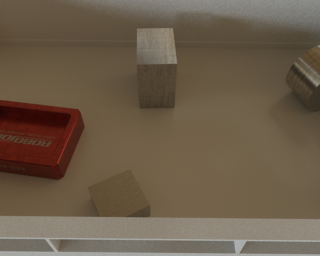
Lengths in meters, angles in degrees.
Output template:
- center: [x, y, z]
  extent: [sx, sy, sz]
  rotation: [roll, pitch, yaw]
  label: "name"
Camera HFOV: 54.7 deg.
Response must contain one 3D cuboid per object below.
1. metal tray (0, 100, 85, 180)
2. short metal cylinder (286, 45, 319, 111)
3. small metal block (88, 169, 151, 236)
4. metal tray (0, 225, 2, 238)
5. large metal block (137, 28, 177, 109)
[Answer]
- center: [-0.173, 0.011, 0.389]
  extent: [0.131, 0.030, 0.090]
  rotation: [7, 50, 5]
  label: "metal tray"
- center: [0.226, -0.069, 0.431]
  extent: [0.081, 0.080, 0.050]
  rotation: [-15, 52, -13]
  label: "short metal cylinder"
- center: [-0.044, 0.080, 0.337]
  extent: [0.050, 0.025, 0.050]
  rotation: [-22, 54, -18]
  label: "small metal block"
- center: [-0.217, 0.083, 0.270]
  extent: [0.131, 0.089, 0.030]
  rotation: [10, 49, -11]
  label: "metal tray"
- center: [-0.005, -0.084, 0.440]
  extent: [0.050, 0.080, 0.080]
  rotation: [-2, 50, -2]
  label: "large metal block"
